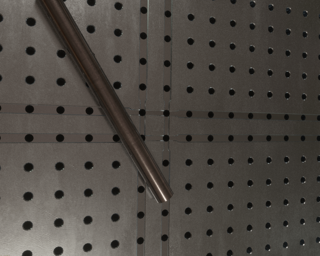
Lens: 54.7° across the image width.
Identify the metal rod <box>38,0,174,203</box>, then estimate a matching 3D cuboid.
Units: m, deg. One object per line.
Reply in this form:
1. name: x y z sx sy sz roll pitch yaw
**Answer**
1. metal rod: -0.064 -0.035 0.389 0.025 0.025 0.299 -32 101 -17
